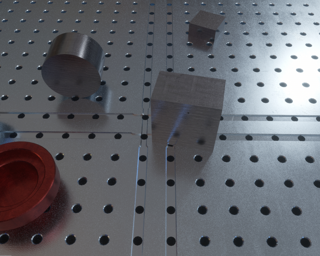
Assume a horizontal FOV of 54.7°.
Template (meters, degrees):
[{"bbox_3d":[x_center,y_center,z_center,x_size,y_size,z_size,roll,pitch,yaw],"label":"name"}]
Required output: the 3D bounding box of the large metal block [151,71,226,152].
[{"bbox_3d":[0.034,-0.020,0.389,0.080,0.080,0.050,9,51,7],"label":"large metal block"}]

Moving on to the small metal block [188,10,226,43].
[{"bbox_3d":[0.086,-0.186,0.564,0.050,0.025,0.050,22,53,17],"label":"small metal block"}]

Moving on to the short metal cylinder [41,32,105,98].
[{"bbox_3d":[-0.123,-0.089,0.446,0.081,0.080,0.050,0,50,0],"label":"short metal cylinder"}]

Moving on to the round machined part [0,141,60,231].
[{"bbox_3d":[-0.160,0.066,0.340,0.099,0.042,0.098,0,50,0],"label":"round machined part"}]
